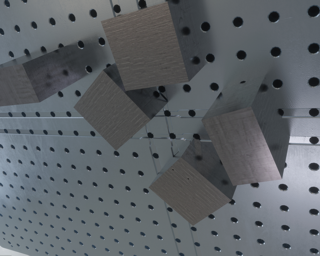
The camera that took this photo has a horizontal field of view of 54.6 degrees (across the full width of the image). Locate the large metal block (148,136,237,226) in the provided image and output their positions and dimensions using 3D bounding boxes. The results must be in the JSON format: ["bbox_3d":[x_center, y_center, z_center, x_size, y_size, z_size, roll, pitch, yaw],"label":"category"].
[{"bbox_3d":[0.046,0.072,0.416,0.080,0.050,0.080,41,129,0],"label":"large metal block"}]

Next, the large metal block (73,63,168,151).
[{"bbox_3d":[-0.052,-0.030,0.404,0.080,0.050,0.080,46,129,-4],"label":"large metal block"}]

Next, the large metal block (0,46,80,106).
[{"bbox_3d":[-0.174,-0.071,0.424,0.080,0.080,0.050,-2,117,29],"label":"large metal block"}]

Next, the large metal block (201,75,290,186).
[{"bbox_3d":[0.095,0.001,0.327,0.050,0.080,0.080,-16,110,35],"label":"large metal block"}]

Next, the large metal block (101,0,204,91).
[{"bbox_3d":[-0.006,-0.092,0.342,0.080,0.050,0.080,-4,117,30],"label":"large metal block"}]
